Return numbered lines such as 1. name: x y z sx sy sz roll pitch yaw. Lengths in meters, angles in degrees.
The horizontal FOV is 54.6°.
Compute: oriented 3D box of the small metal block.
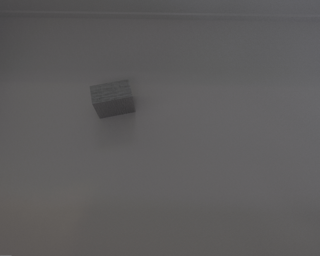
1. small metal block: -0.061 -0.037 0.410 0.050 0.050 0.025 -11 71 -4
